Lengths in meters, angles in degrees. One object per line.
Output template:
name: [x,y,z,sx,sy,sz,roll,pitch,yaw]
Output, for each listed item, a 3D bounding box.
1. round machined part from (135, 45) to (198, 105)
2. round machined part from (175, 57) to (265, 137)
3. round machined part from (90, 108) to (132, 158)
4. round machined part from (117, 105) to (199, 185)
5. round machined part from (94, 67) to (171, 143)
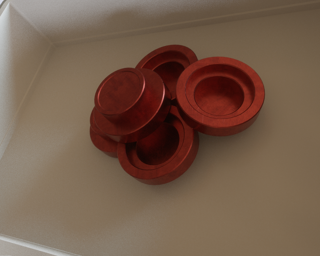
round machined part: [0.012,-0.063,0.424,0.098,0.042,0.098,-13,56,20]
round machined part: [0.068,-0.033,0.363,0.099,0.042,0.098,-2,61,3]
round machined part: [-0.056,-0.012,0.426,0.098,0.042,0.098,-13,56,20]
round machined part: [0.001,0.023,0.376,0.098,0.042,0.098,-13,56,20]
round machined part: [-0.040,-0.034,0.377,0.098,0.042,0.098,-13,56,20]
